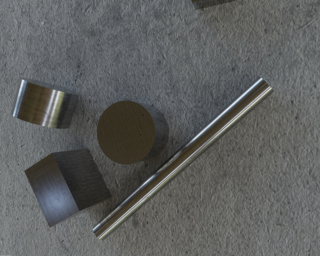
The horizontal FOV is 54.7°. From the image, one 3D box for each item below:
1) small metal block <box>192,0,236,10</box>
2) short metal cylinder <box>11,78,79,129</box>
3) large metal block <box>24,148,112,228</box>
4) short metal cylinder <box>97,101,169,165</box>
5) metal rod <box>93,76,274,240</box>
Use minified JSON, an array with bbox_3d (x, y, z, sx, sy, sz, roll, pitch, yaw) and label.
[{"bbox_3d":[0.065,-0.182,0.386,0.050,0.025,0.050,-6,88,19],"label":"small metal block"},{"bbox_3d":[-0.161,-0.035,0.436,0.080,0.080,0.050,20,97,19],"label":"short metal cylinder"},{"bbox_3d":[-0.122,0.077,0.423,0.050,0.080,0.080,-31,80,17],"label":"large metal block"},{"bbox_3d":[-0.035,0.006,0.408,0.080,0.050,0.079,0,90,20],"label":"short metal cylinder"},{"bbox_3d":[0.020,0.048,0.401,0.299,0.025,0.025,-43,77,14],"label":"metal rod"}]
